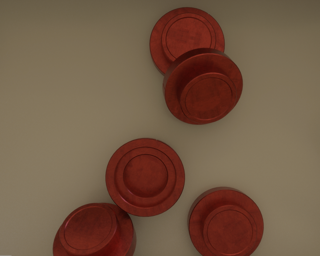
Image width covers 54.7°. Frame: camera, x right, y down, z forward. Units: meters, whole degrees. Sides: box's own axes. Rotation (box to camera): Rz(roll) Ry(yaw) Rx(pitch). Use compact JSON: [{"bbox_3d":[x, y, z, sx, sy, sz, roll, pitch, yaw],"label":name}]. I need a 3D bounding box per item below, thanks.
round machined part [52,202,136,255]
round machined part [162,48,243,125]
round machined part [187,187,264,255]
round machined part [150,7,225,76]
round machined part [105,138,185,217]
[{"bbox_3d":[-0.081,0.130,0.373,0.099,0.098,0.042,-10,130,0],"label":"round machined part"},{"bbox_3d":[0.054,-0.044,0.380,0.099,0.042,0.097,-4,123,-7],"label":"round machined part"},{"bbox_3d":[0.087,0.129,0.403,0.099,0.042,0.097,0,90,0],"label":"round machined part"},{"bbox_3d":[0.036,-0.109,0.403,0.099,0.042,0.097,0,90,0],"label":"round machined part"},{"bbox_3d":[-0.018,0.061,0.403,0.099,0.042,0.097,0,90,0],"label":"round machined part"}]
